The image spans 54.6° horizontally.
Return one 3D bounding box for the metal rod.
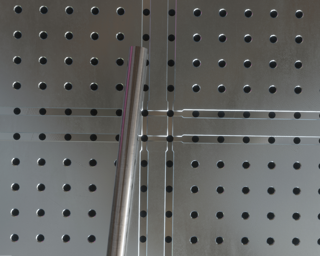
[{"bbox_3d":[-0.045,0.043,0.413,0.025,0.025,0.298,6,90,0],"label":"metal rod"}]
